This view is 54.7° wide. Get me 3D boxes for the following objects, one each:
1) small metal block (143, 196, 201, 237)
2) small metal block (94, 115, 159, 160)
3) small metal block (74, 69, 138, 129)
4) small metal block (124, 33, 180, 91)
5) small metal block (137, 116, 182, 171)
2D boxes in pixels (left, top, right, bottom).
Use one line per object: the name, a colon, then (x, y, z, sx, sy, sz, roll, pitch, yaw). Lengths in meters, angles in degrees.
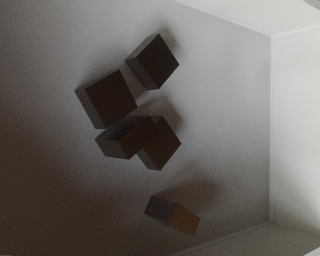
small metal block: (0.016, 0.114, 0.404, 0.050, 0.050, 0.025, 39, 66, -33)
small metal block: (-0.039, 0.010, 0.358, 0.050, 0.050, 0.025, -42, 116, -32)
small metal block: (-0.061, -0.033, 0.356, 0.050, 0.025, 0.050, -38, 114, -33)
small metal block: (-0.009, -0.084, 0.398, 0.050, 0.025, 0.050, 52, 60, -27)
small metal block: (-0.006, 0.019, 0.401, 0.050, 0.025, 0.050, -50, 119, -28)
